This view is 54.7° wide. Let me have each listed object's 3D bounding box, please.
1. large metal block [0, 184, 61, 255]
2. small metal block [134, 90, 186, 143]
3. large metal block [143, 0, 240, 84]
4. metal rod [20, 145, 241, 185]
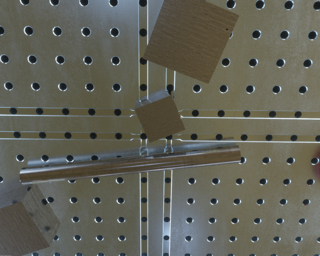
[{"bbox_3d":[-0.206,0.136,0.448,0.080,0.050,0.080,-20,109,7],"label":"large metal block"},{"bbox_3d":[0.000,-0.015,0.408,0.050,0.025,0.050,-21,109,7],"label":"small metal block"},{"bbox_3d":[0.033,-0.107,0.361,0.080,0.050,0.079,20,109,-8],"label":"large metal block"},{"bbox_3d":[-0.041,0.052,0.431,0.302,0.025,0.025,-6,110,2],"label":"metal rod"}]
